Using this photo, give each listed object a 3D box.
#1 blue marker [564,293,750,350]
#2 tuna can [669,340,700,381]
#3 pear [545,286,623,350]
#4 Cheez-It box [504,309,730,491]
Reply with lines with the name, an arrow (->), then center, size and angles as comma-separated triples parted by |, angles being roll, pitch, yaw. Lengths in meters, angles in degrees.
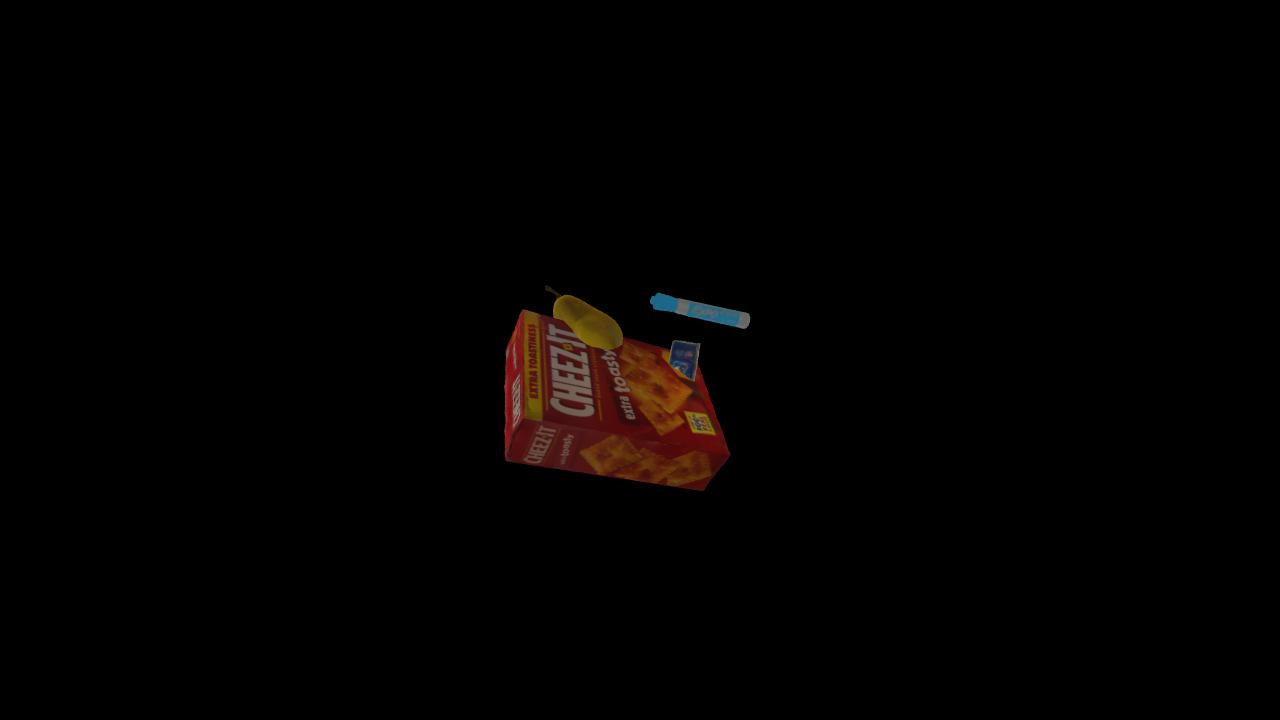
blue marker -> 0.067, -0.055, 0.681 | 0.121, 0.020, 0.020 | 10, -4, -23
tuna can -> 0.050, 0.018, 0.736 | 0.034, 0.084, 0.084 | 9, 1, 4
pear -> -0.067, -0.039, 0.695 | 0.080, 0.111, 0.080 | -22, 7, 3
Cheez-It box -> -0.030, 0.043, 0.660 | 0.223, 0.071, 0.166 | 14, 36, -22
